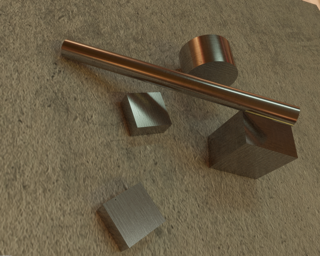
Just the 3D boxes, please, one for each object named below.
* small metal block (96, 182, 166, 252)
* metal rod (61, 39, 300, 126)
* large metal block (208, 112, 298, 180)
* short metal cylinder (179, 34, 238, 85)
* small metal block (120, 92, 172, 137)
[{"bbox_3d":[-0.031,0.094,0.331,0.050,0.025,0.050,-26,76,-37],"label":"small metal block"},{"bbox_3d":[0.020,-0.059,0.389,0.301,0.025,0.025,18,52,6],"label":"metal rod"},{"bbox_3d":[0.122,0.025,0.421,0.081,0.080,0.050,16,55,-20],"label":"large metal block"},{"bbox_3d":[0.072,-0.093,0.466,0.081,0.080,0.050,7,59,-25],"label":"short metal cylinder"},{"bbox_3d":[-0.019,-0.019,0.407,0.050,0.025,0.050,-6,65,-31],"label":"small metal block"}]
